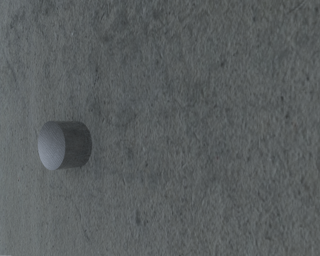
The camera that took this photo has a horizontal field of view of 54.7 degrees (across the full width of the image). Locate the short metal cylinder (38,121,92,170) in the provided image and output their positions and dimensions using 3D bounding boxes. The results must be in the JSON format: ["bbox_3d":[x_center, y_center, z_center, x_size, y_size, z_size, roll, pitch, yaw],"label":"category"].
[{"bbox_3d":[-0.159,0.028,0.517,0.080,0.050,0.079,0,90,39],"label":"short metal cylinder"}]
